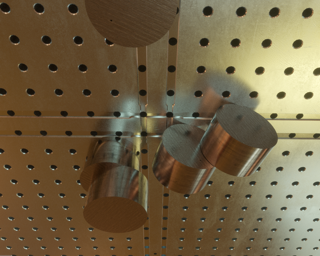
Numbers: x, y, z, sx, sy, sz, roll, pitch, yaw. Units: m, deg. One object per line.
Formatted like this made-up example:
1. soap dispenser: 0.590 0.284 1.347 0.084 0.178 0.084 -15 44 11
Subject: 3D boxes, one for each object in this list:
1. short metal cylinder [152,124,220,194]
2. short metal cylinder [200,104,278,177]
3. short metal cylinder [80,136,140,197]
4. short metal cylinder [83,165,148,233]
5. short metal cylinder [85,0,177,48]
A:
1. short metal cylinder: 0.035 0.040 0.410 0.081 0.080 0.050 12 129 -10
2. short metal cylinder: 0.097 0.014 0.389 0.081 0.080 0.050 13 129 -11
3. short metal cylinder: -0.069 0.058 0.444 0.081 0.050 0.079 0 130 0
4. short metal cylinder: -0.056 0.095 0.410 0.081 0.050 0.079 0 130 0
5. short metal cylinder: -0.025 -0.123 0.290 0.081 0.050 0.079 0 130 0
